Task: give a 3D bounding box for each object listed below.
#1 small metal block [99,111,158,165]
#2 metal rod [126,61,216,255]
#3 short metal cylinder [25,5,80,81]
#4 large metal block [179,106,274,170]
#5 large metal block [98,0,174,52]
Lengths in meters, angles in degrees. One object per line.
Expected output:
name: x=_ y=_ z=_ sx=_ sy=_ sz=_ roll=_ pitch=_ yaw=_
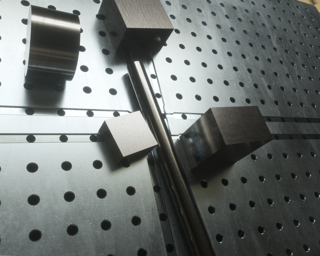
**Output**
small metal block: x=-0.039 y=0.011 z=0.382 sx=0.050 sy=0.025 sz=0.050 roll=-18 pitch=72 yaw=-35
metal rod: x=0.013 y=0.043 z=0.390 sx=0.025 sy=0.025 sz=0.299 roll=-7 pitch=65 yaw=-32
short metal cylinder: x=-0.128 y=-0.098 z=0.364 sx=0.050 sy=0.080 sz=0.080 roll=3 pitch=60 yaw=-27
large metal block: x=0.085 y=0.013 z=0.413 sx=0.081 sy=0.080 sz=0.050 roll=-4 pitch=64 yaw=-31
large metal block: x=-0.037 y=-0.166 z=0.475 sx=0.081 sy=0.050 sz=0.080 roll=-11 pitch=68 yaw=-33
